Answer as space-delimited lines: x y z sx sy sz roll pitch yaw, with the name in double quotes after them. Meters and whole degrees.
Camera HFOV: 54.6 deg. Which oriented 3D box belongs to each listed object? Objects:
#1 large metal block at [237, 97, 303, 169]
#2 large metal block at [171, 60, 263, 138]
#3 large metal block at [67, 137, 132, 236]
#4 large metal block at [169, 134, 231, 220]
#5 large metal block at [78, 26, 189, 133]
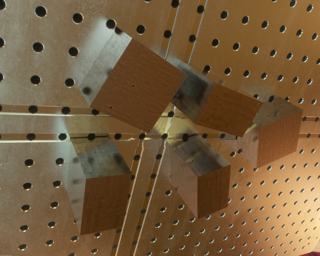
0.171 0.007 0.492 0.081 0.050 0.080 -20 126 -17 "large metal block"
0.064 -0.037 0.387 0.081 0.080 0.050 15 111 -34 "large metal block"
-0.077 0.066 0.374 0.050 0.080 0.079 -2 120 -27 "large metal block"
0.055 0.068 0.447 0.050 0.080 0.080 -17 125 -18 "large metal block"
-0.030 -0.052 0.346 0.080 0.050 0.080 26 104 -37 "large metal block"
